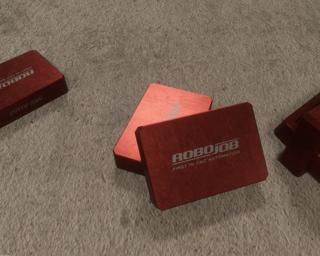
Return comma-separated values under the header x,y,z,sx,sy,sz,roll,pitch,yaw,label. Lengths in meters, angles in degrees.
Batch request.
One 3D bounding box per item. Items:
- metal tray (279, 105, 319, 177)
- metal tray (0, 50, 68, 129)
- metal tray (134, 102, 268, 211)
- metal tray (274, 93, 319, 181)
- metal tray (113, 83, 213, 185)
x,y,z,sx,sy,sz,roll,pitch,yaw,label
0.210,-0.003,0.366,0.131,0.089,0.030,-26,55,-20,metal tray
-0.213,-0.056,0.444,0.131,0.030,0.090,-35,59,-26,metal tray
0.046,0.028,0.343,0.131,0.030,0.089,-13,91,-13,metal tray
0.218,-0.001,0.382,0.131,0.030,0.090,-32,71,-24,metal tray
0.008,0.003,0.397,0.090,0.030,0.130,15,51,12,metal tray
